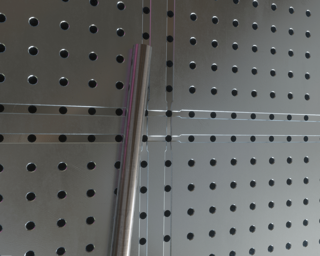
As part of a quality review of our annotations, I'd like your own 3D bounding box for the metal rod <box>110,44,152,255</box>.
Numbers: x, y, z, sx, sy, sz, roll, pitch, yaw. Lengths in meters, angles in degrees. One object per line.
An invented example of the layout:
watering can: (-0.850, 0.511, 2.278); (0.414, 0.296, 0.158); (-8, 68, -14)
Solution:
metal rod: (-0.038, 0.043, 0.398); (0.025, 0.025, 0.299); (7, 88, -20)
